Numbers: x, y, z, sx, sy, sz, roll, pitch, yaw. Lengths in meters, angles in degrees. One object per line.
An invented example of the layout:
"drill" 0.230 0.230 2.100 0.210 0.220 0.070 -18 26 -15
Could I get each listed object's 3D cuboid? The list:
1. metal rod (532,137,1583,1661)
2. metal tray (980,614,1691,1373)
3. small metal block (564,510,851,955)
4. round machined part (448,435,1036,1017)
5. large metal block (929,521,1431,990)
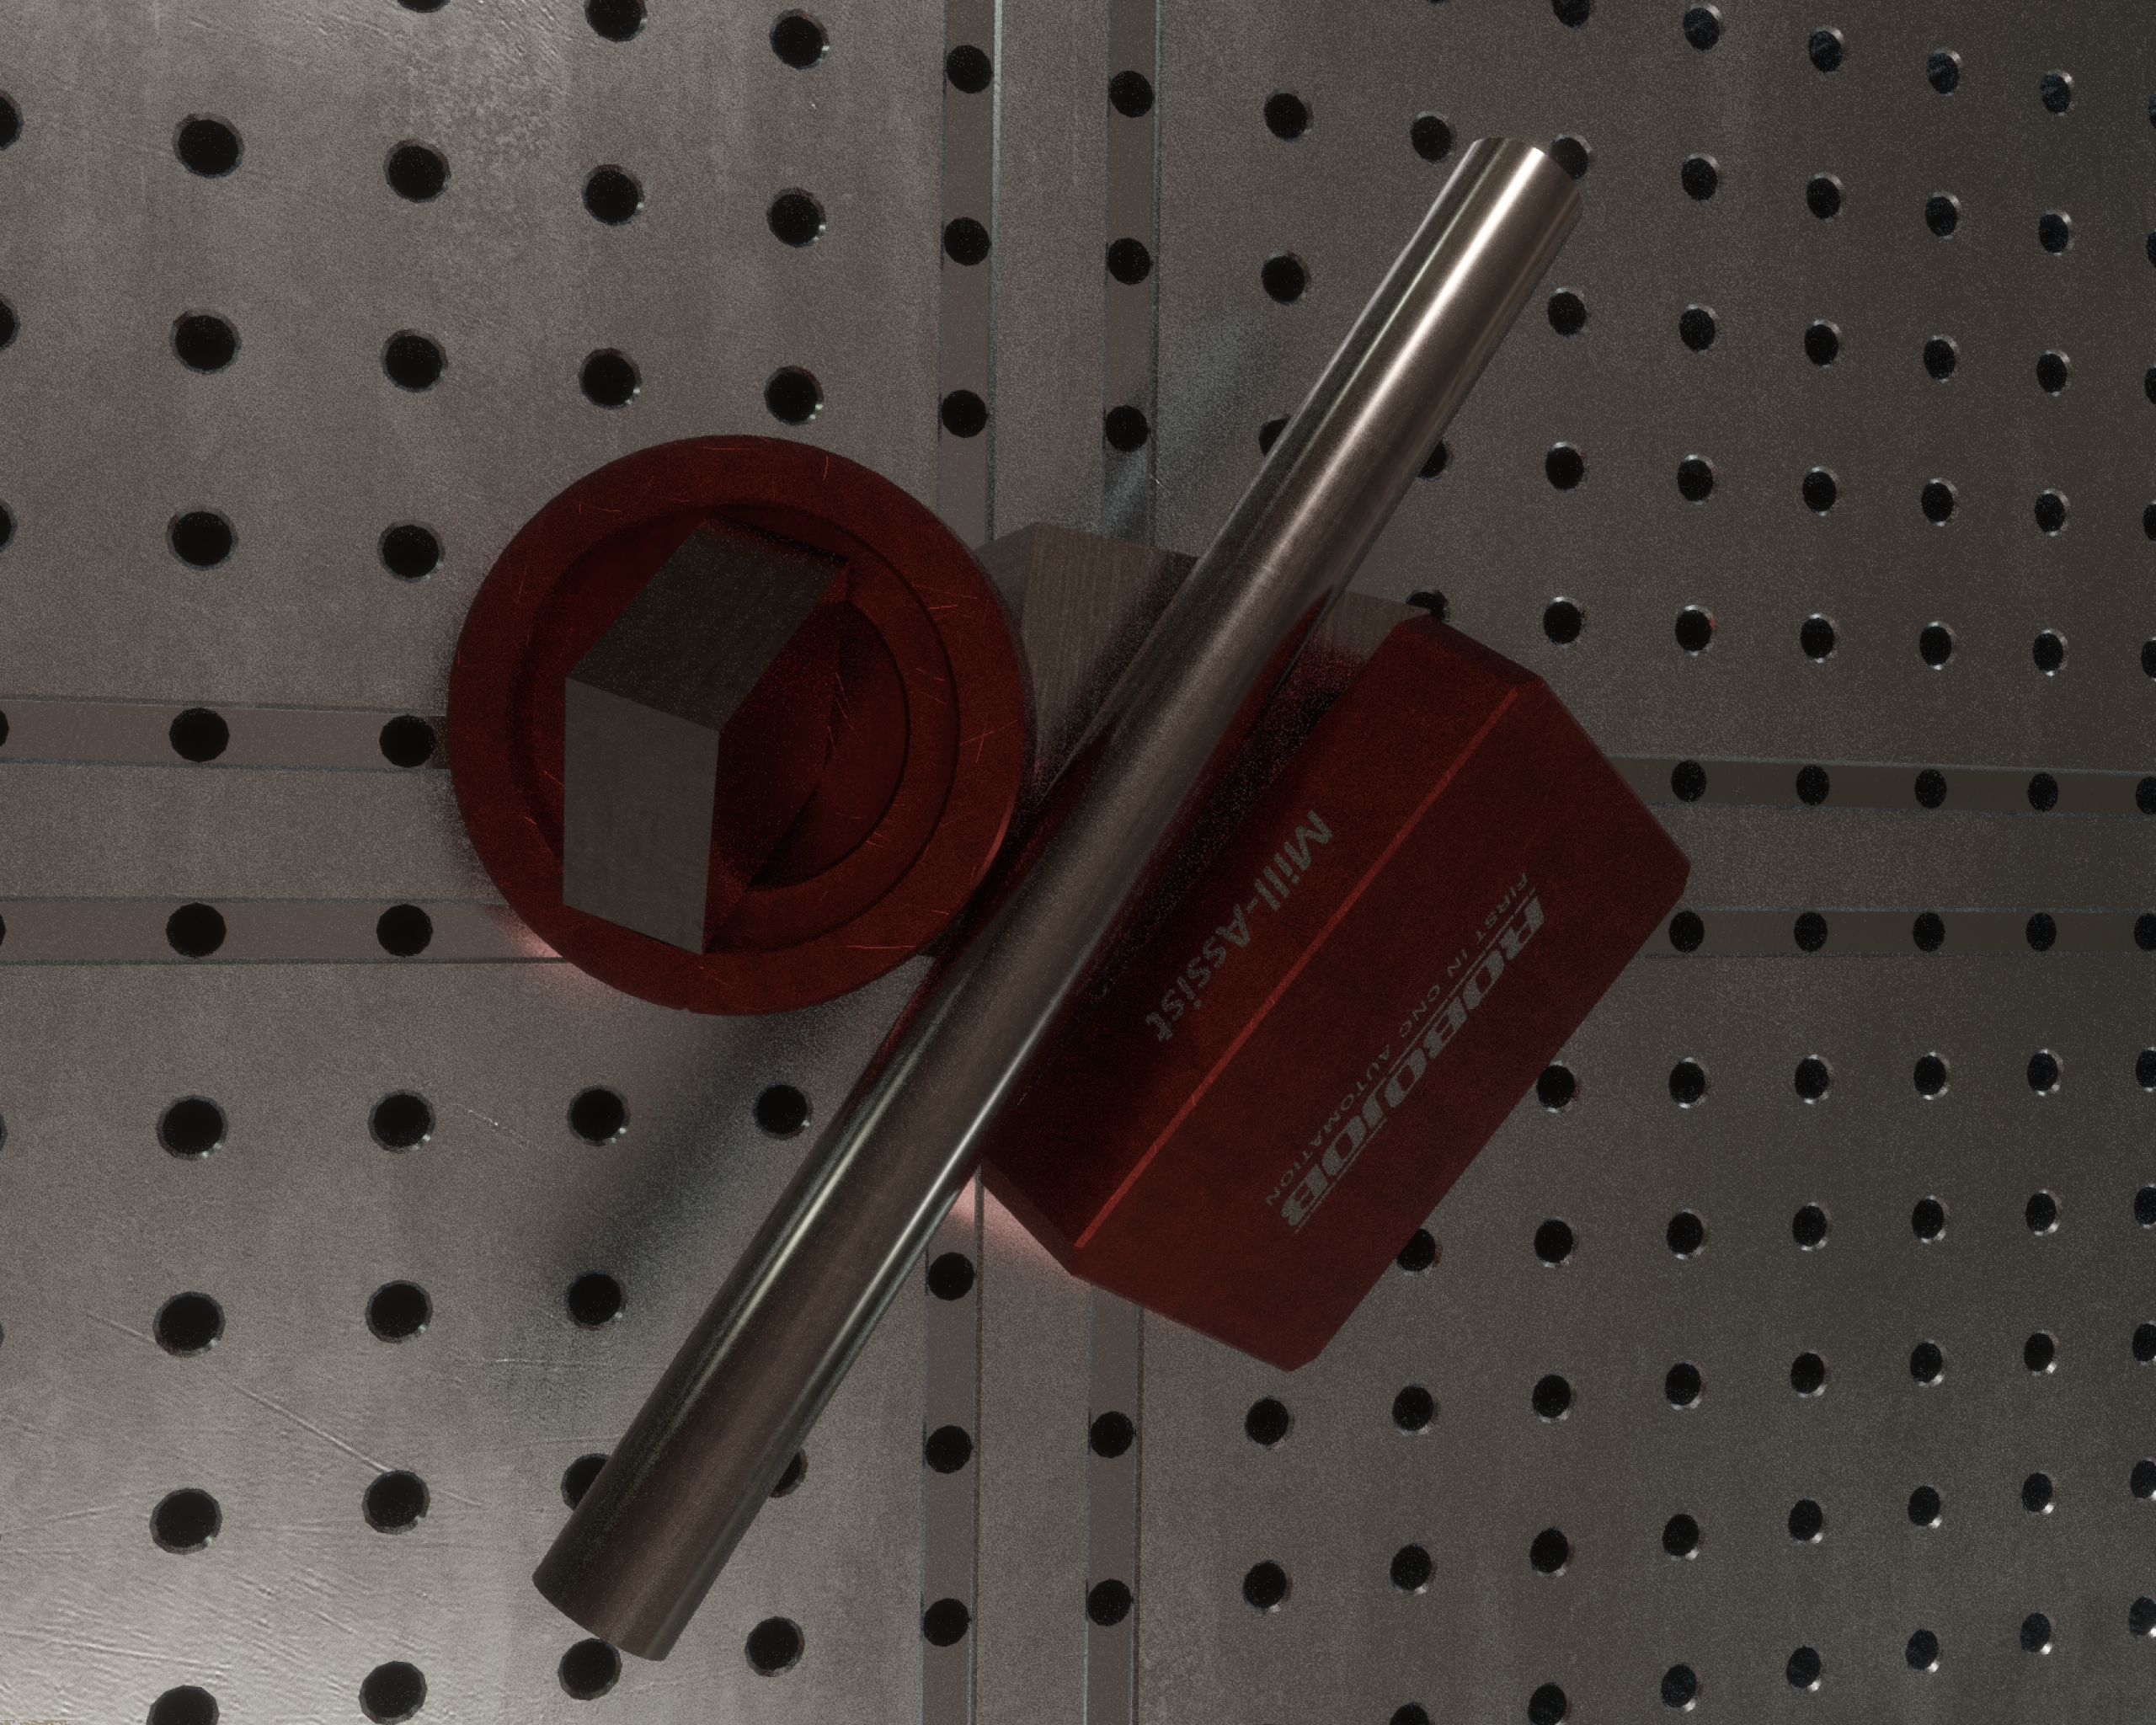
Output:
"metal rod" 0.004 -0.003 0.361 0.025 0.025 0.300 36 78 -17
"metal tray" 0.052 0.029 0.395 0.130 0.030 0.090 -52 139 1
"small metal block" -0.062 -0.022 0.347 0.025 0.050 0.050 20 44 6
"round machined part" -0.056 -0.024 0.370 0.099 0.042 0.097 0 93 5
"large metal block" 0.015 -0.015 0.406 0.081 0.050 0.080 10 87 -20
